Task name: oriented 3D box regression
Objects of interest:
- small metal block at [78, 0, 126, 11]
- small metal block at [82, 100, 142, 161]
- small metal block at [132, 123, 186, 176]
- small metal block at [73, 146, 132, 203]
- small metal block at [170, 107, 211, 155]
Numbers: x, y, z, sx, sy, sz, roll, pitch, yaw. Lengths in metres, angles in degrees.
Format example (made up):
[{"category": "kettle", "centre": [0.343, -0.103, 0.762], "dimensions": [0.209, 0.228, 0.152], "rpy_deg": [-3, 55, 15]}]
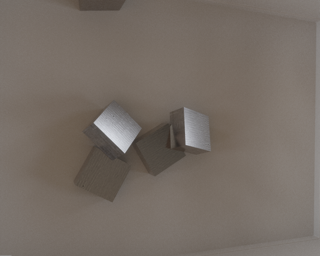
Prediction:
[{"category": "small metal block", "centre": [-0.070, -0.162, 0.371], "dimensions": [0.050, 0.050, 0.025], "rpy_deg": [-8, 93, -20]}, {"category": "small metal block", "centre": [-0.057, 0.002, 0.377], "dimensions": [0.050, 0.025, 0.050], "rpy_deg": [47, 41, -14]}, {"category": "small metal block", "centre": [-0.002, 0.028, 0.410], "dimensions": [0.050, 0.025, 0.050], "rpy_deg": [-32, 101, -17]}, {"category": "small metal block", "centre": [-0.071, 0.057, 0.384], "dimensions": [0.050, 0.025, 0.050], "rpy_deg": [31, 80, -18]}, {"category": "small metal block", "centre": [0.040, 0.005, 0.409], "dimensions": [0.050, 0.025, 0.050], "rpy_deg": [16, 65, -41]}]
